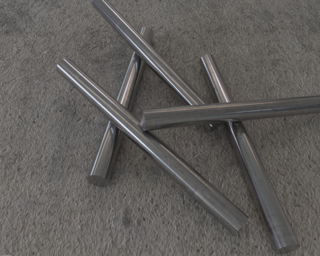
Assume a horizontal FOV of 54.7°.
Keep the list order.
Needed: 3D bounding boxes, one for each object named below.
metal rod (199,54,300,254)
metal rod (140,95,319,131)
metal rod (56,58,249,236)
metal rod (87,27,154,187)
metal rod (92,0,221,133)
[{"bbox_3d":[0.100,0.006,0.398,0.025,0.025,0.300,-7,50,-6],"label":"metal rod"},{"bbox_3d":[0.124,-0.023,0.394,0.302,0.025,0.025,-6,50,-17],"label":"metal rod"},{"bbox_3d":[-0.023,0.009,0.369,0.300,0.025,0.025,41,61,20],"label":"metal rod"},{"bbox_3d":[-0.047,-0.053,0.447,0.025,0.025,0.300,7,50,6],"label":"metal rod"},{"bbox_3d":[-0.015,-0.108,0.465,0.025,0.025,0.300,-30,65,-23],"label":"metal rod"}]
